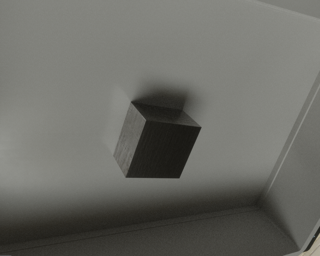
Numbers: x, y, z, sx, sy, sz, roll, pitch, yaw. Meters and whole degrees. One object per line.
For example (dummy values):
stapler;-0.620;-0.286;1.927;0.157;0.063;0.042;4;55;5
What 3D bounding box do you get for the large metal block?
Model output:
large metal block;-0.005;0.018;0.402;0.081;0.050;0.079;7;115;-32
